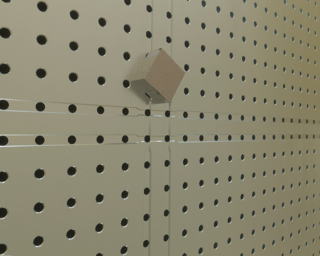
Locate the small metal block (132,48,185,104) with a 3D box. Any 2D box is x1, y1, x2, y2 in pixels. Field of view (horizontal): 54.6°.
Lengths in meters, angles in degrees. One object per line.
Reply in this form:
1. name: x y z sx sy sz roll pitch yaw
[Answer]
1. small metal block: 0.000 -0.067 0.408 0.050 0.025 0.050 40 66 -33
